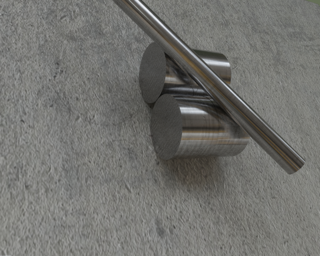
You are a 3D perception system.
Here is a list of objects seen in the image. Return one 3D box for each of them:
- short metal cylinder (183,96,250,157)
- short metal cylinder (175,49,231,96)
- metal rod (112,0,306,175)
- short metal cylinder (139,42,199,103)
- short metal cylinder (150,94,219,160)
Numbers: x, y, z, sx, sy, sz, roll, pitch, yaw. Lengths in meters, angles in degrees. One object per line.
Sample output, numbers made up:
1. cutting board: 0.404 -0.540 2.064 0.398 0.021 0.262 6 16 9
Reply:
1. short metal cylinder: 0.073 -0.001 0.410 0.050 0.080 0.080 1 62 -28
2. short metal cylinder: 0.056 -0.072 0.444 0.050 0.080 0.080 1 62 -28
3. metal rod: 0.054 -0.061 0.368 0.300 0.025 0.025 45 51 3
4. short metal cylinder: 0.011 -0.072 0.420 0.050 0.080 0.080 1 62 -28
5. short metal cylinder: 0.028 -0.001 0.386 0.050 0.080 0.080 1 62 -28
